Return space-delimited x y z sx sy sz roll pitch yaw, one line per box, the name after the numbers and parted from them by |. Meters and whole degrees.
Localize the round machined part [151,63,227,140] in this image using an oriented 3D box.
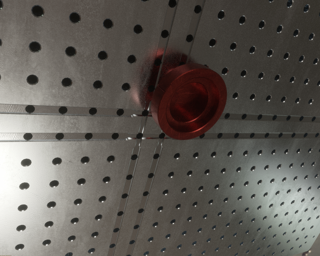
0.033 -0.037 0.397 0.099 0.042 0.097 -14 125 -21 | round machined part
